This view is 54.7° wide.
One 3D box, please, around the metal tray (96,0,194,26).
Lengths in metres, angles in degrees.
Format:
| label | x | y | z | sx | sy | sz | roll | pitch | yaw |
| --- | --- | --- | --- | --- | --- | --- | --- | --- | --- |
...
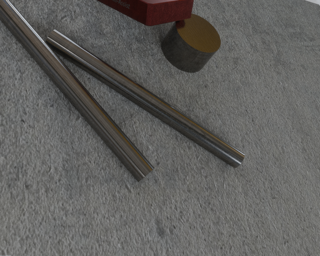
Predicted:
| label | x | y | z | sx | sy | sz | roll | pitch | yaw |
| --- | --- | --- | --- | --- | --- | --- | --- | --- | --- |
| metal tray | -0.025 | -0.197 | 0.471 | 0.091 | 0.030 | 0.130 | -25 | 49 | -36 |

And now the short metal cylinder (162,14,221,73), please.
| label | x | y | z | sx | sy | sz | roll | pitch | yaw |
| --- | --- | --- | --- | --- | --- | --- | --- | --- | --- |
| short metal cylinder | 0.049 | -0.136 | 0.497 | 0.081 | 0.050 | 0.080 | 14 | 56 | -21 |

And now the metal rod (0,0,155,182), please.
| label | x | y | z | sx | sy | sz | roll | pitch | yaw |
| --- | --- | --- | --- | --- | --- | --- | --- | --- | --- |
| metal rod | -0.114 | -0.057 | 0.376 | 0.300 | 0.025 | 0.025 | 49 | 51 | 6 |

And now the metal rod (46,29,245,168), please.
| label | x | y | z | sx | sy | sz | roll | pitch | yaw |
| --- | --- | --- | --- | --- | --- | --- | --- | --- | --- |
| metal rod | -0.015 | -0.035 | 0.417 | 0.301 | 0.025 | 0.025 | 33 | 52 | -7 |
